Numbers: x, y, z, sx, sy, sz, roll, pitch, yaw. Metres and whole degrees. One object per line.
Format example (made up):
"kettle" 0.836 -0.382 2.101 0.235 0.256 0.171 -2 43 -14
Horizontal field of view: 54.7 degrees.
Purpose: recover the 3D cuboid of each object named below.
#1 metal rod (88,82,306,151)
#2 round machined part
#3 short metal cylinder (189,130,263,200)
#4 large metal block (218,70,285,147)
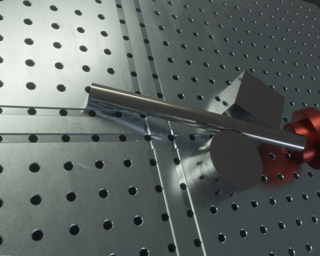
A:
"metal rod" 0.057 -0.012 0.417 0.302 0.025 0.025 13 56 -11
"round machined part" 0.228 0.019 0.485 0.042 0.098 0.098 -17 66 3
"short metal cylinder" 0.086 0.049 0.408 0.081 0.050 0.080 13 57 -21
"large metal block" 0.143 -0.031 0.488 0.080 0.050 0.080 32 51 -7
